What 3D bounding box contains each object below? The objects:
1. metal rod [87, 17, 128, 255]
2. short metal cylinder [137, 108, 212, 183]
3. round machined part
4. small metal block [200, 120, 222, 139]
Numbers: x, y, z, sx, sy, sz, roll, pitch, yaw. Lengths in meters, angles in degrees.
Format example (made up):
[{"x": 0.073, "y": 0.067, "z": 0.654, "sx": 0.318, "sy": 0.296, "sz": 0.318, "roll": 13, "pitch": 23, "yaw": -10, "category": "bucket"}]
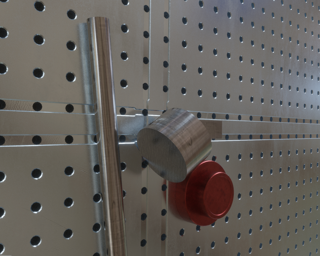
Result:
[{"x": -0.060, "y": 0.026, "z": 0.360, "sx": 0.025, "sy": 0.025, "sz": 0.298, "roll": -7, "pitch": 95, "yaw": -40, "category": "metal rod"}, {"x": 0.017, "y": 0.021, "z": 0.390, "sx": 0.050, "sy": 0.080, "sz": 0.080, "roll": -38, "pitch": 114, "yaw": -34, "category": "short metal cylinder"}, {"x": 0.073, "y": 0.098, "z": 0.462, "sx": 0.099, "sy": 0.042, "sz": 0.097, "roll": 0, "pitch": 90, "yaw": -40, "category": "round machined part"}, {"x": 0.052, "y": 0.002, "z": 0.439, "sx": 0.050, "sy": 0.050, "sz": 0.025, "roll": 1, "pitch": 89, "yaw": -40, "category": "small metal block"}]
